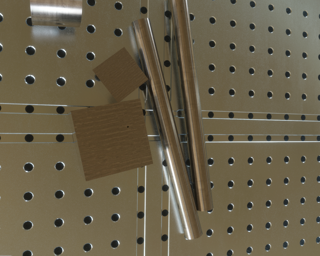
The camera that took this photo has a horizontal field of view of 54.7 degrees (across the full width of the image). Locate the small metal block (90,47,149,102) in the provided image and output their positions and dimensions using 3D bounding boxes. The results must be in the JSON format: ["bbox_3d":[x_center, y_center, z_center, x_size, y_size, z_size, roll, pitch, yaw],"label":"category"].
[{"bbox_3d":[-0.052,-0.066,0.394,0.050,0.025,0.050,-41,103,-16],"label":"small metal block"}]

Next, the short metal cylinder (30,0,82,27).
[{"bbox_3d":[-0.116,-0.153,0.340,0.050,0.080,0.079,-4,92,-20],"label":"short metal cylinder"}]

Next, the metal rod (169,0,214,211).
[{"bbox_3d":[0.044,-0.034,0.429,0.025,0.025,0.298,-9,93,-20],"label":"metal rod"}]

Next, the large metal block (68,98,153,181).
[{"bbox_3d":[-0.061,0.012,0.377,0.081,0.050,0.079,-13,95,-20],"label":"large metal block"}]

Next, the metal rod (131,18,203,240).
[{"bbox_3d":[0.011,0.005,0.417,0.025,0.025,0.298,-16,96,-20],"label":"metal rod"}]
